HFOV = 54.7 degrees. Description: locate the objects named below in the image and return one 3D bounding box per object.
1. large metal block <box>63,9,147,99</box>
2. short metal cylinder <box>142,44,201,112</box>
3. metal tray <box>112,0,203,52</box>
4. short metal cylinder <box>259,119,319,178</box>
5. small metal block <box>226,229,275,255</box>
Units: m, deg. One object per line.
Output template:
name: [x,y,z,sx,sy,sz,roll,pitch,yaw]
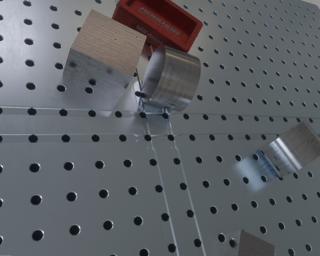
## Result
large metal block: [-0.072,-0.098,0.413,0.080,0.050,0.080,23,53,-14]
short metal cylinder: [0.013,-0.067,0.421,0.050,0.080,0.080,15,56,-20]
metal tray: [0.000,-0.178,0.512,0.130,0.030,0.090,32,51,-7]
short metal cylinder: [0.196,0.030,0.460,0.081,0.080,0.050,-25,76,-37]
small metal block: [0.107,0.157,0.370,0.050,0.025,0.050,28,52,-11]
